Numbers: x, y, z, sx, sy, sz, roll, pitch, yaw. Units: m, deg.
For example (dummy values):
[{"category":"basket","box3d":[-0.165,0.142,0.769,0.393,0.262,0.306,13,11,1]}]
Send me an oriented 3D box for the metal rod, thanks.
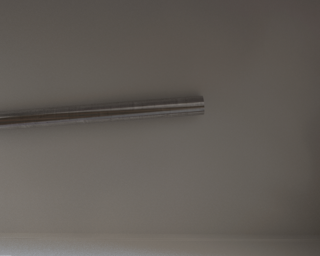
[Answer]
[{"category":"metal rod","box3d":[-0.095,-0.018,0.403,0.302,0.025,0.025,-4,110,1]}]
